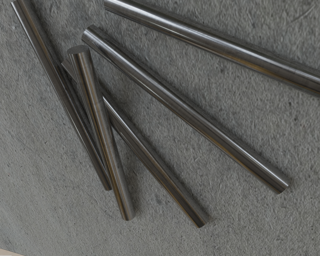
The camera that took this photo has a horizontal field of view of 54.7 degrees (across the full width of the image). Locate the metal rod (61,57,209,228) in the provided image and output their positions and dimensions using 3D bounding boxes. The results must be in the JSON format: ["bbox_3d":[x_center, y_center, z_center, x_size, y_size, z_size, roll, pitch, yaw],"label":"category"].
[{"bbox_3d":[-0.030,0.024,0.437,0.025,0.025,0.300,-32,101,38],"label":"metal rod"}]

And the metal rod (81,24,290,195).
[{"bbox_3d":[0.030,-0.023,0.376,0.300,0.025,0.025,38,129,2],"label":"metal rod"}]

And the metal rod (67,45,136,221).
[{"bbox_3d":[-0.073,0.029,0.438,0.025,0.025,0.298,9,131,23],"label":"metal rod"}]

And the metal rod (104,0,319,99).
[{"bbox_3d":[0.077,-0.079,0.317,0.301,0.025,0.025,26,128,12],"label":"metal rod"}]

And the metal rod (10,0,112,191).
[{"bbox_3d":[-0.130,-0.035,0.453,0.025,0.025,0.299,-8,115,32],"label":"metal rod"}]
